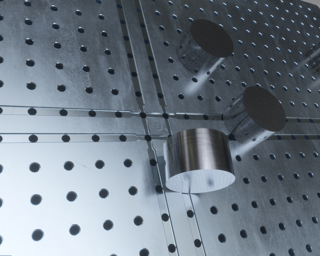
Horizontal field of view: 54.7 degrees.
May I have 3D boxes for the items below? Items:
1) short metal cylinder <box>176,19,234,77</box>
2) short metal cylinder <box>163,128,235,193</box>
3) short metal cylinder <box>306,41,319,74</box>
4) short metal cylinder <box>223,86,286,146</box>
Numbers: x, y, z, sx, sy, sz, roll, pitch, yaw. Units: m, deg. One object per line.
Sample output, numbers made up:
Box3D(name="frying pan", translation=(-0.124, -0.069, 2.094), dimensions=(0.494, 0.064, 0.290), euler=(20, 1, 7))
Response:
Box3D(name="short metal cylinder", translation=(0.073, -0.132, 0.512), dimensions=(0.081, 0.050, 0.080), euler=(14, 56, -21))
Box3D(name="short metal cylinder", translation=(0.045, 0.042, 0.372), dimensions=(0.081, 0.080, 0.050), euler=(11, 57, -23))
Box3D(name="short metal cylinder", translation=(0.378, -0.160, 0.693), dimensions=(0.081, 0.050, 0.080), euler=(14, 56, -21))
Box3D(name="short metal cylinder", translation=(0.146, -0.018, 0.481), dimensions=(0.081, 0.050, 0.080), euler=(14, 56, -21))
